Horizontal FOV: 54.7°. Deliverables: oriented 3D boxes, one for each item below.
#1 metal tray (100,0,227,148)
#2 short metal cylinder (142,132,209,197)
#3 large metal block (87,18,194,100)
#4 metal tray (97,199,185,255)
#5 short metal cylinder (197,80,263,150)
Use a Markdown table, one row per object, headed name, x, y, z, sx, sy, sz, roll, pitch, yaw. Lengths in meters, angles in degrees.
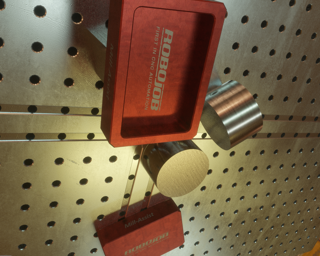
| name | x | y | z | sx | sy | sz | roll | pitch | yaw |
| --- | --- | --- | --- | --- | --- | --- | --- | --- | --- |
| metal tray | 0.000 | -0.049 | 0.273 | 0.091 | 0.030 | 0.129 | -5 | 121 | -26 |
| short metal cylinder | 0.022 | 0.050 | 0.438 | 0.081 | 0.050 | 0.079 | -14 | 124 | -21 |
| large metal block | -0.021 | -0.074 | 0.318 | 0.081 | 0.080 | 0.050 | -17 | 126 | -19 |
| metal tray | -0.027 | 0.179 | 0.504 | 0.131 | 0.030 | 0.089 | -20 | 126 | -17 |
| short metal cylinder | 0.091 | -0.017 | 0.415 | 0.050 | 0.080 | 0.080 | -30 | 129 | -10 |
